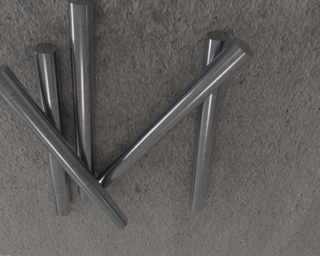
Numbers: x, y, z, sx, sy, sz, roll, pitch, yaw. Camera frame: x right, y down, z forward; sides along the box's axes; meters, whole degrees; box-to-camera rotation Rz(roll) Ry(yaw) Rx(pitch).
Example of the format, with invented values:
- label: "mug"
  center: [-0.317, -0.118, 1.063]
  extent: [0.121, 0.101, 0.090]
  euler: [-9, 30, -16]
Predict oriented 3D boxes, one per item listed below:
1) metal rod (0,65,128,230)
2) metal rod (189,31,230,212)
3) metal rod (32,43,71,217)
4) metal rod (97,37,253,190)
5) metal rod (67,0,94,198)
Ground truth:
- label: "metal rod"
  center: [-0.116, 0.048, 0.412]
  extent: [0.025, 0.025, 0.299]
  euler: [-16, 129, 13]
- label: "metal rod"
  center: [0.061, 0.017, 0.421]
  extent: [0.025, 0.025, 0.298]
  euler: [0, 130, 0]
- label: "metal rod"
  center: [-0.144, 0.027, 0.428]
  extent: [0.025, 0.025, 0.298]
  euler: [6, 130, -5]
- label: "metal rod"
  center: [-0.005, 0.004, 0.390]
  extent: [0.025, 0.025, 0.299]
  euler: [28, 130, -22]
- label: "metal rod"
  center: [-0.097, -0.011, 0.396]
  extent: [0.025, 0.025, 0.298]
  euler: [6, 130, -5]
